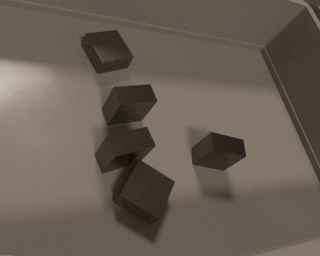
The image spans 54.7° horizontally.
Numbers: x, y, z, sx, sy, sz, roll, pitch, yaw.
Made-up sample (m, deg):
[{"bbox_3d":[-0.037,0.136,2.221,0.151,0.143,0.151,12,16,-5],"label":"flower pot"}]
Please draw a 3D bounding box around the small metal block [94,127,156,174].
[{"bbox_3d":[-0.041,0.025,0.353,0.050,0.050,0.025,-13,69,-34],"label":"small metal block"}]

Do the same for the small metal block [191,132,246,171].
[{"bbox_3d":[0.077,0.032,0.413,0.050,0.050,0.025,13,56,-22],"label":"small metal block"}]

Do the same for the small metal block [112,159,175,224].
[{"bbox_3d":[-0.018,0.073,0.353,0.050,0.025,0.050,33,51,-7],"label":"small metal block"}]

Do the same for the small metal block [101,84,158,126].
[{"bbox_3d":[-0.039,-0.029,0.387,0.050,0.050,0.025,-10,67,-33],"label":"small metal block"}]

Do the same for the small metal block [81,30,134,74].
[{"bbox_3d":[-0.073,-0.107,0.432,0.050,0.025,0.050,-20,73,-36],"label":"small metal block"}]
